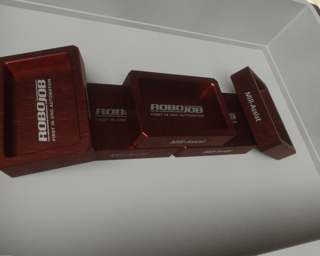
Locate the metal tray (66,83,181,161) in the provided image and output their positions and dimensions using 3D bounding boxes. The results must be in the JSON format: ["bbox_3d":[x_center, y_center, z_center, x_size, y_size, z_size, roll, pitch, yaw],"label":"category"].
[{"bbox_3d":[-0.046,-0.008,0.382,0.131,0.030,0.090,0,62,-28],"label":"metal tray"}]

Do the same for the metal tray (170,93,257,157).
[{"bbox_3d":[0.070,-0.007,0.443,0.131,0.030,0.090,0,62,-28],"label":"metal tray"}]

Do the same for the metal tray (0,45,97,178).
[{"bbox_3d":[-0.121,-0.021,0.325,0.091,0.030,0.130,-11,65,-5],"label":"metal tray"}]

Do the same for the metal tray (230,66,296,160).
[{"bbox_3d":[0.158,-0.021,0.473,0.090,0.030,0.130,21,48,-52],"label":"metal tray"}]

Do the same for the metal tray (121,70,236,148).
[{"bbox_3d":[0.024,-0.023,0.388,0.131,0.030,0.090,0,61,-28],"label":"metal tray"}]
